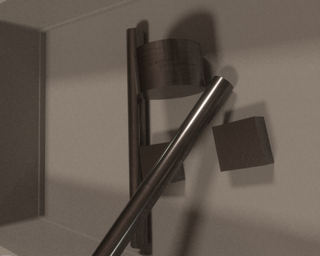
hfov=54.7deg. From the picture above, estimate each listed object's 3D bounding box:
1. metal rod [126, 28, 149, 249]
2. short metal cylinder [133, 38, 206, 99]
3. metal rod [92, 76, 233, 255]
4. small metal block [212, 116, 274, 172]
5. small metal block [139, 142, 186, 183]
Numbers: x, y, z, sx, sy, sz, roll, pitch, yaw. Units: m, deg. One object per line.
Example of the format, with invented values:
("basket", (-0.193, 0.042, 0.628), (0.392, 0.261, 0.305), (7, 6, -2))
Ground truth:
("metal rod", (-0.031, 0.013, 0.430), (0.025, 0.025, 0.298), (-2, 89, 39))
("short metal cylinder", (0.011, -0.065, 0.361), (0.080, 0.081, 0.050), (-10, 84, 39))
("metal rod", (-0.013, 0.071, 0.334), (0.025, 0.025, 0.300), (31, 83, 35))
("small metal block", (0.088, 0.018, 0.333), (0.050, 0.025, 0.050), (-16, 80, 38))
("small metal block", (0.002, 0.046, 0.403), (0.050, 0.025, 0.050), (-11, 83, 39))
